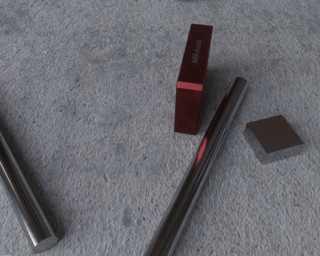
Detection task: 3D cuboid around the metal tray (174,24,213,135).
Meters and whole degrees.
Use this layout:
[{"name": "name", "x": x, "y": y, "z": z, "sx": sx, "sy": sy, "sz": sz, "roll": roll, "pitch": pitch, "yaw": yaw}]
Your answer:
[{"name": "metal tray", "x": 0.046, "y": -0.067, "z": 0.417, "sx": 0.030, "sy": 0.089, "sz": 0.130, "roll": 9, "pitch": 51, "yaw": 7}]

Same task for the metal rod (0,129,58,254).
[{"name": "metal rod", "x": -0.202, "y": 0.023, "z": 0.382, "sx": 0.025, "sy": 0.025, "sz": 0.300, "roll": -30, "pitch": 56, "yaw": -22}]

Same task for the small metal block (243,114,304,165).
[{"name": "small metal block", "x": 0.142, "y": 0.014, "z": 0.392, "sx": 0.050, "sy": 0.025, "sz": 0.050, "roll": -13, "pitch": 51, "yaw": -11}]

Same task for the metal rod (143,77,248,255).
[{"name": "metal rod", "x": 0.052, "y": 0.038, "z": 0.371, "sx": 0.025, "sy": 0.025, "sz": 0.301, "roll": 21, "pitch": 53, "yaw": 16}]
